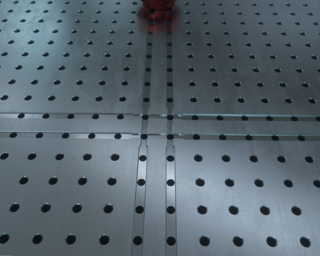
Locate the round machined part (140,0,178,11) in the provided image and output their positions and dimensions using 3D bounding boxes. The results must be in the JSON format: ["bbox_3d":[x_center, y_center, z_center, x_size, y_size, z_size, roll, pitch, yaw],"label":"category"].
[{"bbox_3d":[-0.003,-0.274,0.627,0.099,0.042,0.098,0,50,0],"label":"round machined part"}]
